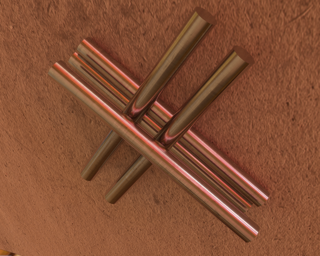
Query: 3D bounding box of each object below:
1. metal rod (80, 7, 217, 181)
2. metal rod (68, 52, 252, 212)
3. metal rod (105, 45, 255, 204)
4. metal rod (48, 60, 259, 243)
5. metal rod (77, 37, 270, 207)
[{"bbox_3d":[-0.034,-0.017,0.381,0.025,0.025,0.298,41,129,0],"label":"metal rod"},{"bbox_3d":[0.002,0.005,0.409,0.300,0.025,0.025,41,129,-1],"label":"metal rod"},{"bbox_3d":[0.003,0.019,0.385,0.025,0.025,0.298,41,129,0],"label":"metal rod"},{"bbox_3d":[-0.007,0.027,0.363,0.300,0.025,0.025,40,129,0],"label":"metal rod"},{"bbox_3d":[0.017,-0.007,0.393,0.300,0.025,0.025,41,129,-1],"label":"metal rod"}]
